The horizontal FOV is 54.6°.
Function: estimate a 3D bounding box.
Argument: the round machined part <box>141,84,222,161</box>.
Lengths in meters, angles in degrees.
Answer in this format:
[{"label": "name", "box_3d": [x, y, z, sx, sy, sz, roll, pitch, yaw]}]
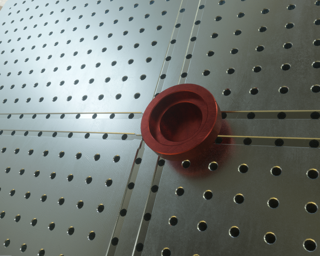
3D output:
[{"label": "round machined part", "box_3d": [0.029, -0.004, 0.385, 0.098, 0.042, 0.098, -13, 56, 21]}]
